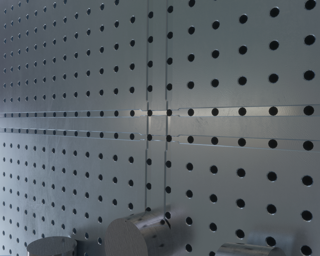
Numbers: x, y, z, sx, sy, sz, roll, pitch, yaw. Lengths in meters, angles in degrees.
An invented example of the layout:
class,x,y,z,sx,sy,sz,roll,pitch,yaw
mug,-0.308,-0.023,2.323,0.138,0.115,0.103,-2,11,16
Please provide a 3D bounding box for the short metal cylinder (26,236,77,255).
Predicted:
class,x,y,z,sx,sy,sz,roll,pitch,yaw
short metal cylinder,-0.183,0.223,0.525,0.080,0.081,0.050,3,92,40

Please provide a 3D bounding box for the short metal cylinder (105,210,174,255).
class,x,y,z,sx,sy,sz,roll,pitch,yaw
short metal cylinder,-0.029,0.156,0.417,0.080,0.050,0.079,0,90,40

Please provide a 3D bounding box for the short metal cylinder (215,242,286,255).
class,x,y,z,sx,sy,sz,roll,pitch,yaw
short metal cylinder,0.089,0.155,0.300,0.050,0.081,0.080,-10,84,39
